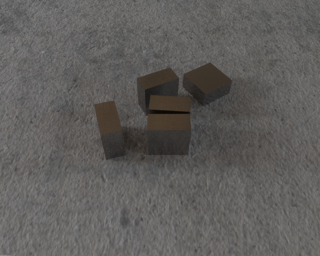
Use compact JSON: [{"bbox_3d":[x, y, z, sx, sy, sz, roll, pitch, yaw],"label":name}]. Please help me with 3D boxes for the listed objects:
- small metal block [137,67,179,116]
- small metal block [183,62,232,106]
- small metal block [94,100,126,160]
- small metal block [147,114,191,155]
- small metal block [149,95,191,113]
[{"bbox_3d":[-0.003,-0.050,0.429,0.050,0.050,0.025,-21,54,-17],"label":"small metal block"},{"bbox_3d":[0.069,-0.066,0.459,0.050,0.025,0.050,-27,55,-21],"label":"small metal block"},{"bbox_3d":[-0.062,0.003,0.384,0.025,0.050,0.050,-12,51,-10],"label":"small metal block"},{"bbox_3d":[0.011,0.009,0.380,0.050,0.050,0.025,0,50,-1],"label":"small metal block"},{"bbox_3d":[0.012,-0.015,0.399,0.050,0.050,0.025,3,50,2],"label":"small metal block"}]
